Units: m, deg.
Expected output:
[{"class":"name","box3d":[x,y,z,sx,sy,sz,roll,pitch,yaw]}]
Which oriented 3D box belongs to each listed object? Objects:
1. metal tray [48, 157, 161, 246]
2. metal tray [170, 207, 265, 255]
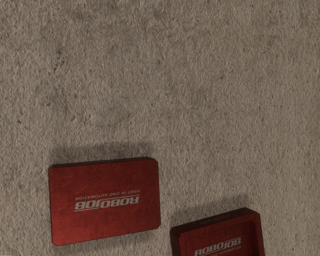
[{"class":"metal tray","box3d":[-0.067,0.086,0.383,0.131,0.030,0.089,-3,91,-20]},{"class":"metal tray","box3d":[0.084,0.173,0.439,0.131,0.030,0.089,-9,93,-20]}]
